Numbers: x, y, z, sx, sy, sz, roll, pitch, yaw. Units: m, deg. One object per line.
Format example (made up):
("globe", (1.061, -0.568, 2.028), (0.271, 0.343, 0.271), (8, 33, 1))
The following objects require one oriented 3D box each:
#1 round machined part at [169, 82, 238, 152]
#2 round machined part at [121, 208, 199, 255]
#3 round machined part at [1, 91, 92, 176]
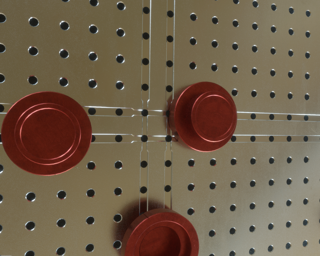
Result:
("round machined part", (0.065, -0.015, 0.427), (0.099, 0.042, 0.097), (0, 90, -20))
("round machined part", (-0.003, 0.153, 0.403), (0.099, 0.042, 0.097), (0, 90, -20))
("round machined part", (-0.128, 0.006, 0.356), (0.099, 0.042, 0.097), (0, 90, -20))
